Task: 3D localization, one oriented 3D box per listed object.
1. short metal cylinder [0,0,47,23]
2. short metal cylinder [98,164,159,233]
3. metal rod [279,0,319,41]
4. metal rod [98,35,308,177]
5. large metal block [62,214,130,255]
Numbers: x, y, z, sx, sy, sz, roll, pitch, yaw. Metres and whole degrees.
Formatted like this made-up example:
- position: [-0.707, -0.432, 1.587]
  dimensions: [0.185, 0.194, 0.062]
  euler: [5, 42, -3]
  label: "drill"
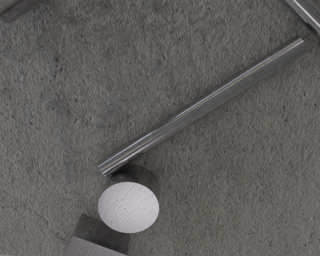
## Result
- position: [-0.161, -0.158, 0.321]
  dimensions: [0.050, 0.080, 0.080]
  euler: [-29, 108, 10]
  label: "short metal cylinder"
- position: [-0.041, 0.097, 0.432]
  dimensions: [0.081, 0.050, 0.079]
  euler: [0, 110, 0]
  label: "short metal cylinder"
- position: [0.123, -0.173, 0.347]
  dimensions: [0.301, 0.025, 0.025]
  euler: [38, 106, -13]
  label: "metal rod"
- position: [0.046, -0.022, 0.401]
  dimensions: [0.300, 0.025, 0.025]
  euler: [-32, 107, 11]
  label: "metal rod"
- position: [-0.100, 0.188, 0.465]
  dimensions: [0.080, 0.050, 0.080]
  euler: [24, 108, -9]
  label: "large metal block"
